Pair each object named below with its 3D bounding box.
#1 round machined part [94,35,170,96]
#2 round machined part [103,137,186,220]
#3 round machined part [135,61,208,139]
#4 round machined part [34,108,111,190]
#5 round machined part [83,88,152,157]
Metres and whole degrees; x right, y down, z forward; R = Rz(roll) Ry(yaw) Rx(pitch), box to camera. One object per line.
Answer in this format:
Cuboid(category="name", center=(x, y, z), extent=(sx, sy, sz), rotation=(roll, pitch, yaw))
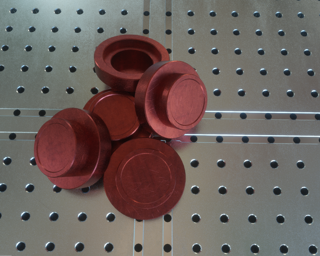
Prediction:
Cuboid(category="round machined part", center=(-0.038, -0.082, 0.420), extent=(0.099, 0.042, 0.098), rotation=(4, 49, -4))
Cuboid(category="round machined part", center=(-0.018, 0.059, 0.368), extent=(0.099, 0.042, 0.097), rotation=(1, 81, -6))
Cuboid(category="round machined part", center=(0.021, -0.034, 0.384), extent=(0.042, 0.098, 0.098), rotation=(15, 64, 49))
Cuboid(category="round machined part", center=(-0.110, 0.024, 0.367), extent=(0.098, 0.042, 0.097), rotation=(-3, 83, 29))
Cuboid(category="round machined part", center=(-0.056, -0.010, 0.404), extent=(0.099, 0.042, 0.098), rotation=(0, 70, -1))
